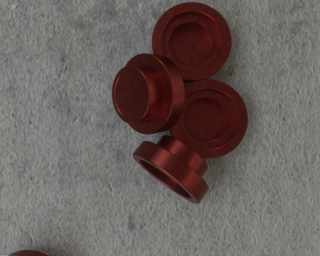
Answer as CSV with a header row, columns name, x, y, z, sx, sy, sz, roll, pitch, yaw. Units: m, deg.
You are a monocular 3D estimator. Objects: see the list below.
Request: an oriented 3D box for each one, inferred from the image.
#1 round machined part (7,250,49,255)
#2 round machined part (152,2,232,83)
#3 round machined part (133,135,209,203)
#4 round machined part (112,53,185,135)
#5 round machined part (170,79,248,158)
name,x,y,z,sx,sy,sz,roll,pitch,yaw
round machined part,-0.170,0.206,0.399,0.099,0.042,0.097,0,90,-1
round machined part,0.039,-0.107,0.402,0.099,0.042,0.097,0,90,-1
round machined part,0.018,0.045,0.376,0.098,0.098,0.042,38,75,-1
round machined part,-0.021,-0.040,0.373,0.042,0.098,0.097,-9,90,-45
round machined part,0.059,-0.011,0.400,0.099,0.042,0.097,0,87,-3
